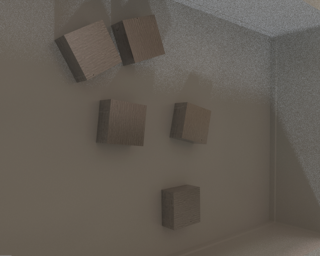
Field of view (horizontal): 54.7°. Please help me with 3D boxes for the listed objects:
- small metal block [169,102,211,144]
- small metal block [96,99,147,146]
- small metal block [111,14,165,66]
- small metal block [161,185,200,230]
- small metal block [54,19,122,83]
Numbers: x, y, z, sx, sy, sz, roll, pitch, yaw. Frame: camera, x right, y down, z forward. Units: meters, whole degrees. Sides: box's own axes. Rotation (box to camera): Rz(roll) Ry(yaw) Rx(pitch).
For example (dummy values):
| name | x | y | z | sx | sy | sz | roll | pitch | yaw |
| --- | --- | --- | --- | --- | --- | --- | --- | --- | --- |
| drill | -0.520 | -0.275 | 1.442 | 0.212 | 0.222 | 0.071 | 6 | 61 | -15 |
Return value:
| name | x | y | z | sx | sy | sz | roll | pitch | yaw |
| --- | --- | --- | --- | --- | --- | --- | --- | --- | --- |
| small metal block | 0.044 | -0.006 | 0.443 | 0.050 | 0.025 | 0.050 | 15 | 80 | -39 |
| small metal block | -0.045 | -0.005 | 0.368 | 0.050 | 0.025 | 0.050 | 7 | 85 | -40 |
| small metal block | -0.026 | -0.109 | 0.384 | 0.050 | 0.025 | 0.050 | -27 | 107 | -37 |
| small metal block | 0.030 | 0.109 | 0.431 | 0.050 | 0.025 | 0.050 | -2 | 91 | -40 |
| small metal block | -0.078 | -0.084 | 0.341 | 0.050 | 0.025 | 0.050 | -38 | 113 | -33 |
